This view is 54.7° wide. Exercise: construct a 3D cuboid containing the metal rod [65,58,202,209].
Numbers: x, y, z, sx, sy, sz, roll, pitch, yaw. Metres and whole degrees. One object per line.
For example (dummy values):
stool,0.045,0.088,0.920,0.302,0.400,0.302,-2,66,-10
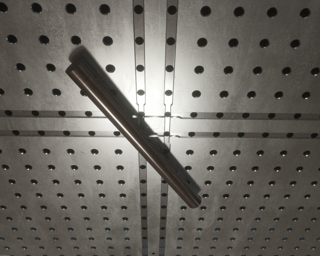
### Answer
metal rod,-0.019,0.026,0.433,0.025,0.025,0.300,-25,126,19
